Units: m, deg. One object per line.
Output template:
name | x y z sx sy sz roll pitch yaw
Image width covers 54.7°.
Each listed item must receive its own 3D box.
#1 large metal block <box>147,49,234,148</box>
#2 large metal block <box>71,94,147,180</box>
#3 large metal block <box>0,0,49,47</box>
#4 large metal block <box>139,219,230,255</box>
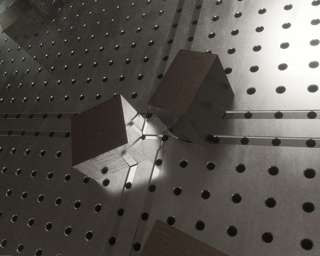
large metal block | 0.041 -0.035 0.372 0.050 0.080 0.080 19 72 35
large metal block | -0.071 0.013 0.420 0.080 0.050 0.080 -23 53 13
large metal block | -0.310 -0.244 0.701 0.080 0.050 0.080 -37 51 3
large metal block | 0.021 0.145 0.292 0.080 0.050 0.080 17 70 34
